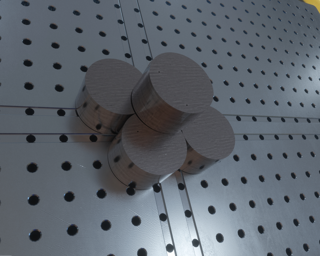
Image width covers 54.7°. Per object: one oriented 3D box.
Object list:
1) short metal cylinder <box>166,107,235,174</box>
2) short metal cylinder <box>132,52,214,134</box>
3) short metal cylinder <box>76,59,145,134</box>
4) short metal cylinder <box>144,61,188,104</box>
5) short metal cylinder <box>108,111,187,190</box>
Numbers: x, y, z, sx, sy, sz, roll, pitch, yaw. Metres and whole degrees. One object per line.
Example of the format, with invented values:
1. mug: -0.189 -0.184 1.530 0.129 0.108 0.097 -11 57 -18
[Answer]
1. short metal cylinder: 0.051 0.015 0.412 0.081 0.050 0.080 14 56 -21
2. short metal cylinder: 0.014 -0.040 0.359 0.081 0.050 0.080 14 57 -22
3. short metal cylinder: -0.059 -0.039 0.384 0.081 0.050 0.080 14 56 -21
4. short metal cylinder: 0.009 -0.051 0.429 0.081 0.050 0.080 14 56 -21
5. short metal cylinder: -0.015 0.027 0.368 0.081 0.050 0.080 14 56 -21
